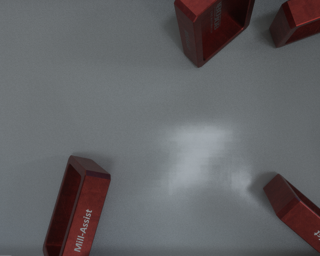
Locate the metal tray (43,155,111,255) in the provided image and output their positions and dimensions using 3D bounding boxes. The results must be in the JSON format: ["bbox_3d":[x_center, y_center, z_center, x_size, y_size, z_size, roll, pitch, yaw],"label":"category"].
[{"bbox_3d":[-0.104,0.106,0.375,0.030,0.090,0.129,17,89,-28],"label":"metal tray"}]

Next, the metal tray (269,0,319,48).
[{"bbox_3d":[0.206,-0.143,0.369,0.130,0.090,0.030,-19,87,9],"label":"metal tray"}]

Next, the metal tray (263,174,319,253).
[{"bbox_3d":[0.192,0.120,0.378,0.130,0.090,0.030,41,103,0],"label":"metal tray"}]

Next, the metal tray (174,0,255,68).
[{"bbox_3d":[0.066,-0.130,0.357,0.090,0.130,0.030,-41,76,0],"label":"metal tray"}]
